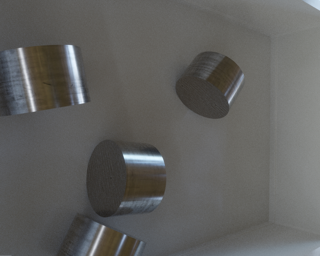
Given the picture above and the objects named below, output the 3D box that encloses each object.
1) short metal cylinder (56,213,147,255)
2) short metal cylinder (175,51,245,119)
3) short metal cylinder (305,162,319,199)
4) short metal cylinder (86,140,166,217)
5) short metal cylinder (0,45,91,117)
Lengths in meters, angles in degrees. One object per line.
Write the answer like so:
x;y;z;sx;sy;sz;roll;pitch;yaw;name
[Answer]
-0.061;0.127;0.320;0.080;0.080;0.050;36;68;-34;short metal cylinder
0.069;-0.058;0.428;0.080;0.080;0.050;50;61;-29;short metal cylinder
0.367;0.114;0.681;0.081;0.080;0.050;-29;109;-36;short metal cylinder
-0.039;0.054;0.338;0.050;0.080;0.080;8;85;-40;short metal cylinder
-0.108;-0.042;0.280;0.081;0.080;0.050;-15;100;-39;short metal cylinder
